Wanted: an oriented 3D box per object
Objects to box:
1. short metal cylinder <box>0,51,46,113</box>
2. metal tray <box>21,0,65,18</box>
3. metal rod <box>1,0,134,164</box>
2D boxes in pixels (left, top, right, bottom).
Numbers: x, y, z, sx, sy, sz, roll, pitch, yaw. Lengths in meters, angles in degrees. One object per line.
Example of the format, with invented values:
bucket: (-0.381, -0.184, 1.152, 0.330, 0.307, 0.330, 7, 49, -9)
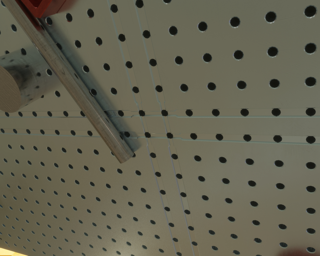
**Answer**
short metal cylinder: (-0.222, -0.070, 0.466, 0.080, 0.050, 0.079, 13, 124, 20)
metal tray: (-0.131, -0.202, 0.349, 0.130, 0.030, 0.090, -33, 100, 38)
metal rod: (-0.131, -0.076, 0.430, 0.025, 0.025, 0.299, -24, 106, 36)
